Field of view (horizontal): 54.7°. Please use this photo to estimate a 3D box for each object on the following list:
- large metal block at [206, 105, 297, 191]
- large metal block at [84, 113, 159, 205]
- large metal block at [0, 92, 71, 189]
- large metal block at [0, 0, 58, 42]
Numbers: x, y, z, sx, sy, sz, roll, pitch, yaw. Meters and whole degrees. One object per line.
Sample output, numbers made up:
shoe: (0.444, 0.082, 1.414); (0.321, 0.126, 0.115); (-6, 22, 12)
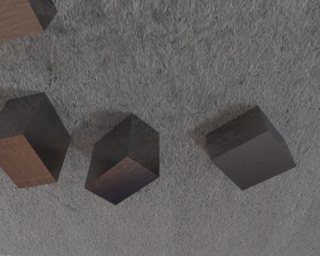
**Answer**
large metal block: (0.121, 0.029, 0.417); (0.080, 0.050, 0.080); (-32, 123, 24)
large metal block: (-0.047, 0.040, 0.405); (0.080, 0.080, 0.050); (-37, 121, 27)
large metal block: (-0.158, 0.015, 0.382); (0.050, 0.080, 0.080); (-10, 130, 8)
large metal block: (-0.154, -0.126, 0.282); (0.080, 0.050, 0.080); (-11, 130, 9)
